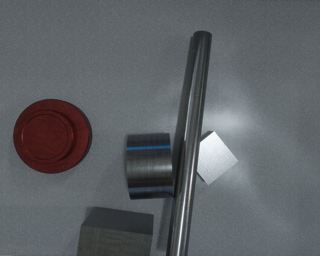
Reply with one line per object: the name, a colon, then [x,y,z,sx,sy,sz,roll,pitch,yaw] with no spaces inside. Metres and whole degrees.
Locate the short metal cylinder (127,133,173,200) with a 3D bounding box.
short metal cylinder: [-0.012,0.047,0.384,0.050,0.080,0.079,-3,90,0]

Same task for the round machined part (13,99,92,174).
round machined part: [-0.141,0.011,0.401,0.099,0.042,0.097,0,90,-1]

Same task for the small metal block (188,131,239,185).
small metal block: [0.066,0.039,0.412,0.050,0.025,0.050,-39,91,0]

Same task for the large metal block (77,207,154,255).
large metal block: [-0.052,0.138,0.383,0.081,0.080,0.050,8,90,-1]

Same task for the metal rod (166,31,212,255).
metal rod: [0.037,0.022,0.388,0.025,0.025,0.299,8,80,-1]
